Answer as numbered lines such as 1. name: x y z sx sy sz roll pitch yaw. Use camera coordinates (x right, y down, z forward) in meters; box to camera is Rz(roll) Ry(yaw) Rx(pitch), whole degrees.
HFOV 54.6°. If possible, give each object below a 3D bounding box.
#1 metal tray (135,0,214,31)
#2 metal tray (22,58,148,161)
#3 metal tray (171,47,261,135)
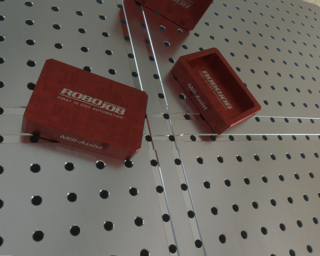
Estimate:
1. metal tray: 0.021 -0.232 0.518 0.131 0.090 0.030 25 53 -13
2. metal tray: -0.084 -0.021 0.372 0.131 0.030 0.090 18 55 -18
3. metal tray: 0.089 -0.062 0.489 0.091 0.030 0.130 -24 75 -36
